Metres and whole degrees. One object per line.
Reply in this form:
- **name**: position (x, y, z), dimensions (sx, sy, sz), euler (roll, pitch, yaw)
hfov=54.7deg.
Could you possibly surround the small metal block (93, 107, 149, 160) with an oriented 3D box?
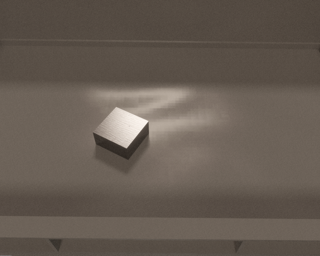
- **small metal block**: position (-0.049, 0.006, 0.399), dimensions (0.050, 0.025, 0.050), euler (24, 54, 18)
